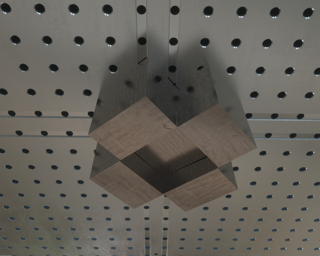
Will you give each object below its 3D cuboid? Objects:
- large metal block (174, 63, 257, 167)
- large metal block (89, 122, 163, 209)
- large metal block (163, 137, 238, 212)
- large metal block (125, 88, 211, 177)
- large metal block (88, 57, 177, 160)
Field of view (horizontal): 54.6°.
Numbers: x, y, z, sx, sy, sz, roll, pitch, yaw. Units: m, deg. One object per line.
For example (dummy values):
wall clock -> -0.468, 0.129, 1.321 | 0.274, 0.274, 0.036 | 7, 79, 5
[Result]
large metal block -> 0.063, -0.015, 0.363 | 0.050, 0.080, 0.080 | -32, 124, 23
large metal block -> -0.041, 0.047, 0.415 | 0.050, 0.080, 0.080 | -32, 124, 24
large metal block -> 0.051, 0.055, 0.424 | 0.080, 0.080, 0.050 | -30, 124, 23
large metal block -> 0.012, 0.007, 0.400 | 0.080, 0.050, 0.080 | -30, 123, 25
large metal block -> -0.029, -0.023, 0.356 | 0.080, 0.080, 0.050 | -31, 124, 24
